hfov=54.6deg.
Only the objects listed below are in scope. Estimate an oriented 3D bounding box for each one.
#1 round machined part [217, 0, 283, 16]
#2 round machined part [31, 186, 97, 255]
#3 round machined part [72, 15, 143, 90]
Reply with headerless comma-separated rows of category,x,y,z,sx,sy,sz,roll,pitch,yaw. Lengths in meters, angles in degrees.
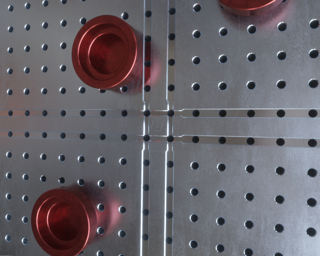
round machined part,0.109,-0.181,0.365,0.098,0.042,0.097,0,90,20
round machined part,-0.134,0.133,0.451,0.098,0.042,0.097,0,90,20
round machined part,-0.068,-0.101,0.428,0.098,0.042,0.097,0,90,20
